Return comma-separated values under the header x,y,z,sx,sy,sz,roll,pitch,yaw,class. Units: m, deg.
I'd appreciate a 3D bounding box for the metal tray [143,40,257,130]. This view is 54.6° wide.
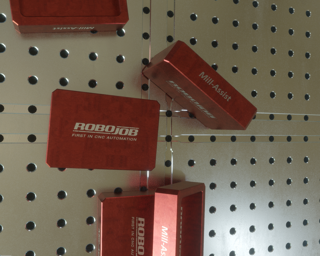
x,y,z,sx,sy,sz,roll,pitch,yaw,class
0.048,-0.048,0.395,0.130,0.090,0.030,38,78,-16,metal tray

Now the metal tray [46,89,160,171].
x,y,z,sx,sy,sz,roll,pitch,yaw,class
-0.069,0.005,0.384,0.131,0.030,0.090,5,88,-20,metal tray

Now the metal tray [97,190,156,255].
x,y,z,sx,sy,sz,roll,pitch,yaw,class
-0.033,0.149,0.398,0.091,0.030,0.129,1,90,-20,metal tray

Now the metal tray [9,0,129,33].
x,y,z,sx,sy,sz,roll,pitch,yaw,class
-0.109,-0.164,0.369,0.131,0.030,0.090,-8,93,-20,metal tray

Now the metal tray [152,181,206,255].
x,y,z,sx,sy,sz,roll,pitch,yaw,class
0.026,0.136,0.385,0.090,0.030,0.129,7,84,-62,metal tray
